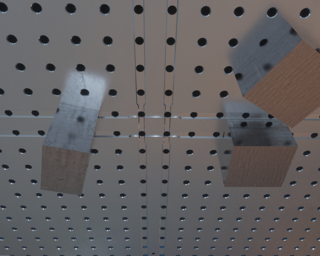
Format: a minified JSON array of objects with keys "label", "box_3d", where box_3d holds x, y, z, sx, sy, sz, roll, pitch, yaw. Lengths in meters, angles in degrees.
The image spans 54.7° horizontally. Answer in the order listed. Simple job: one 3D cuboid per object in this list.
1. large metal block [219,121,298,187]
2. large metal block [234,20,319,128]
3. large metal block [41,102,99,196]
[{"label":"large metal block","box_3d":[0.131,0.037,0.429,0.081,0.050,0.079,0,130,-1]},{"label":"large metal block","box_3d":[0.146,-0.058,0.348,0.080,0.050,0.080,28,125,-22]},{"label":"large metal block","box_3d":[-0.114,0.027,0.397,0.050,0.080,0.079,12,129,-10]}]
